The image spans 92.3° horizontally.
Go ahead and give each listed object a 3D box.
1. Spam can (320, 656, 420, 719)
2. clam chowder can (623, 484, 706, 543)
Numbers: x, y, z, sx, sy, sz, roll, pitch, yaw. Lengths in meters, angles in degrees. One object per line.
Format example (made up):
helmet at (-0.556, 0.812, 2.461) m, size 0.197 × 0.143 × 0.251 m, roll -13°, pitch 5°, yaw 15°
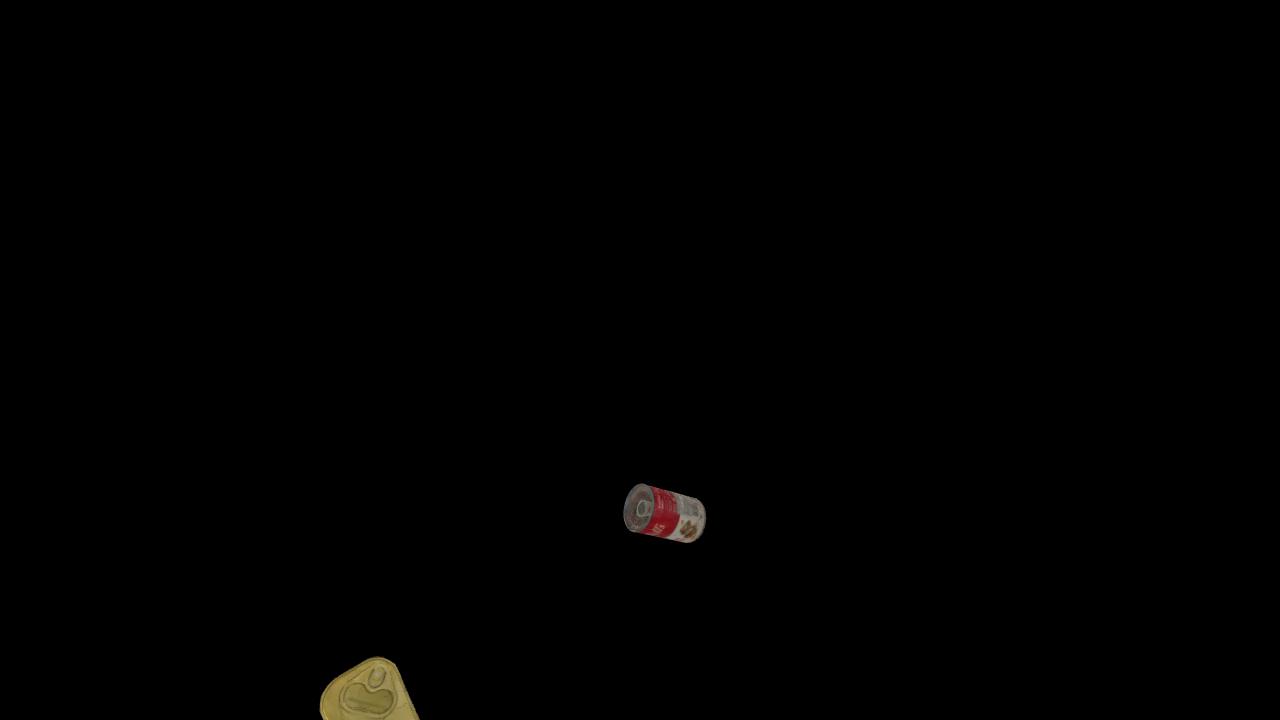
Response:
Spam can at (-0.212, 0.297, 0.496) m, size 0.058 × 0.101 × 0.085 m, roll -22°, pitch -15°, yaw -31°
clam chowder can at (0.036, 0.220, 0.880) m, size 0.102 × 0.068 × 0.068 m, roll 22°, pitch -12°, yaw -33°
